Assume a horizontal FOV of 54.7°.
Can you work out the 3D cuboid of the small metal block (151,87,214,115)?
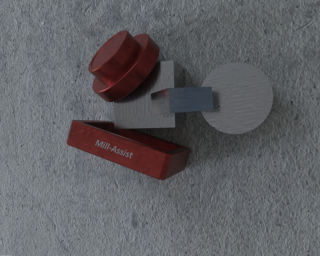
[{"bbox_3d":[0.023,-0.029,0.340,0.050,0.050,0.025,-5,91,-22],"label":"small metal block"}]

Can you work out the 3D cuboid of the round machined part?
[{"bbox_3d":[-0.051,-0.083,0.389,0.098,0.098,0.042,-38,122,16],"label":"round machined part"}]

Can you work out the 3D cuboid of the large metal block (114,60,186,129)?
[{"bbox_3d":[-0.012,-0.040,0.402,0.080,0.050,0.080,-2,90,20],"label":"large metal block"}]

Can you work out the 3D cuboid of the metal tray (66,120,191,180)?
[{"bbox_3d":[-0.036,0.023,0.388,0.130,0.090,0.030,18,96,19],"label":"metal tray"}]

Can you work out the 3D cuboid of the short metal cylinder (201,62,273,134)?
[{"bbox_3d":[0.091,-0.033,0.366,0.080,0.050,0.080,0,90,20],"label":"short metal cylinder"}]
